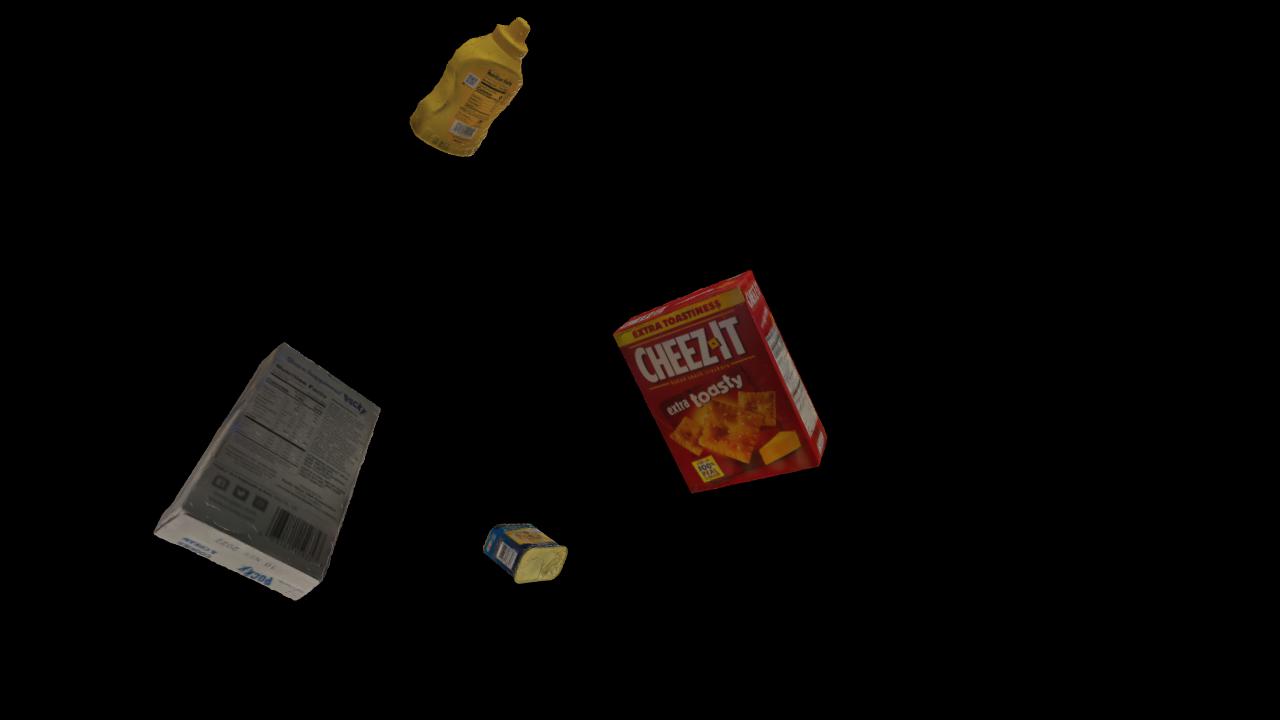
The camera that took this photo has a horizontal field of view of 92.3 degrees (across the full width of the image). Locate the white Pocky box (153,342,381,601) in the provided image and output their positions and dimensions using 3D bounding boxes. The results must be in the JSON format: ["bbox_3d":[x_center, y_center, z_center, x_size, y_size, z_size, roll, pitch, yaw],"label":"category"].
[{"bbox_3d":[-0.214,0.060,0.377,0.028,0.084,0.154,-36,32,14],"label":"white Pocky box"}]

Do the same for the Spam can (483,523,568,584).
[{"bbox_3d":[-0.177,0.294,0.947,0.085,0.058,0.101,23,1,37],"label":"Spam can"}]

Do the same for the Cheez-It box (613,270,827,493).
[{"bbox_3d":[0.092,0.031,0.703,0.166,0.223,0.071,-19,14,30],"label":"Cheez-It box"}]

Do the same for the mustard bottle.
[{"bbox_3d":[-0.190,-0.329,0.734,0.184,0.054,0.092,-40,-29,29],"label":"mustard bottle"}]
